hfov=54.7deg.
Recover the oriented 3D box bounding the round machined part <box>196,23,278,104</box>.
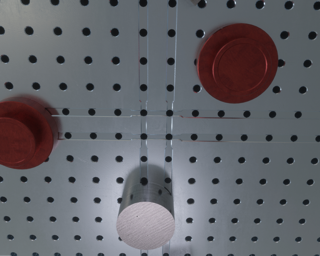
[{"bbox_3d":[0.095,-0.076,0.377,0.099,0.042,0.097,0,110,0],"label":"round machined part"}]

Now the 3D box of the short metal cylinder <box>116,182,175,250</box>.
[{"bbox_3d":[-0.019,0.126,0.446,0.081,0.050,0.079,0,110,0],"label":"short metal cylinder"}]

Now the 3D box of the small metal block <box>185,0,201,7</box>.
[{"bbox_3d":[0.046,-0.162,0.341,0.025,0.050,0.050,43,104,-14],"label":"small metal block"}]

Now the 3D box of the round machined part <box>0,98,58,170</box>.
[{"bbox_3d":[-0.190,0.012,0.407,0.099,0.042,0.097,0,110,0],"label":"round machined part"}]
